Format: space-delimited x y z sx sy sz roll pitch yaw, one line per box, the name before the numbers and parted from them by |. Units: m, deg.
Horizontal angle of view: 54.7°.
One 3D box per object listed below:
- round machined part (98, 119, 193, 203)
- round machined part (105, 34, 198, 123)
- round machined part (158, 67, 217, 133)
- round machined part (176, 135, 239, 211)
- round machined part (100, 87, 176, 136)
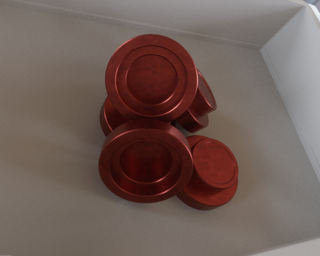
round machined part | -0.015 0.032 0.340 0.099 0.097 0.042 23 27 -15
round machined part | -0.009 -0.055 0.348 0.098 0.097 0.042 29 16 -10
round machined part | 0.042 -0.045 0.417 0.098 0.042 0.098 48 26 -31
round machined part | 0.061 0.052 0.397 0.099 0.042 0.098 14 56 -21
round machined part | -0.023 -0.017 0.394 0.099 0.042 0.098 14 56 -21
